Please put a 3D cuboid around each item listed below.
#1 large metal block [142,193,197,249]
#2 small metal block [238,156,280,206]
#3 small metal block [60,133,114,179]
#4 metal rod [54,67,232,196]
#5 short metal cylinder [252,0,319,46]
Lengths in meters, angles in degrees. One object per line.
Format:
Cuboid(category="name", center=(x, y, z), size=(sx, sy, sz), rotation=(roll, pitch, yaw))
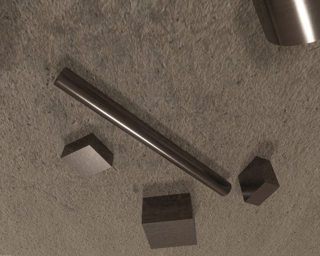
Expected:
Cuboid(category="large metal block", center=(0.017, 0.159, 0.527), size=(0.080, 0.050, 0.080), rotation=(-8, 130, 6))
Cuboid(category="small metal block", center=(0.145, 0.079, 0.460), size=(0.025, 0.050, 0.050), rotation=(18, 128, -15))
Cuboid(category="small metal block", center=(-0.102, 0.040, 0.440), size=(0.050, 0.025, 0.050), rotation=(-24, 127, 19))
Cuboid(category="metal rod", center=(-0.006, 0.018, 0.422), size=(0.301, 0.025, 0.025), rotation=(36, 121, -27))
Cuboid(category="short metal cylinder", center=(0.125, -0.118, 0.273), size=(0.080, 0.080, 0.050), rotation=(-24, 127, 18))
